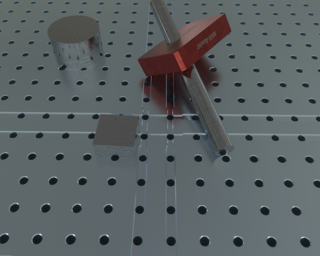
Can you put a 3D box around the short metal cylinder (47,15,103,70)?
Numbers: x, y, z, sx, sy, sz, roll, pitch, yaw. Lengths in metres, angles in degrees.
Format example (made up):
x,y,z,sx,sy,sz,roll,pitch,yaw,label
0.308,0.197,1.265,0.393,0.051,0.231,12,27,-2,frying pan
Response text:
x,y,z,sx,sy,sz,roll,pitch,yaw,label
-0.137,-0.141,0.509,0.080,0.050,0.080,0,50,0,short metal cylinder

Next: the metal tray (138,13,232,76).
x,y,z,sx,sy,sz,roll,pitch,yaw,label
0.039,-0.130,0.484,0.090,0.030,0.131,4,39,49,metal tray

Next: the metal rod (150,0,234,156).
x,y,z,sx,sy,sz,roll,pitch,yaw,label
0.037,-0.093,0.459,0.025,0.025,0.299,-13,59,-11,metal rod

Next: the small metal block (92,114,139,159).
x,y,z,sx,sy,sz,roll,pitch,yaw,label
-0.055,0.010,0.399,0.050,0.025,0.050,3,50,3,small metal block
